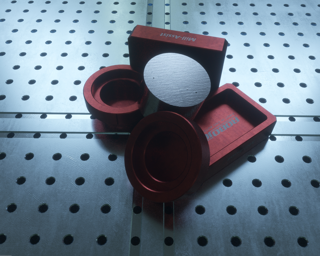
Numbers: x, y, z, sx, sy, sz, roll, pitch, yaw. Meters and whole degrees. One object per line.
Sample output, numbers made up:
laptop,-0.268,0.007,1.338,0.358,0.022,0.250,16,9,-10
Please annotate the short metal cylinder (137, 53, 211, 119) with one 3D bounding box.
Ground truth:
short metal cylinder,0.016,-0.045,0.381,0.081,0.050,0.080,7,58,-10

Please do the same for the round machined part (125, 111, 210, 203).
round machined part,0.011,0.033,0.347,0.098,0.042,0.097,-6,79,32

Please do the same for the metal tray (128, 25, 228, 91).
metal tray,0.023,-0.091,0.442,0.131,0.089,0.030,12,51,9

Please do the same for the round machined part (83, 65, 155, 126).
round machined part,-0.053,-0.041,0.431,0.099,0.042,0.098,0,50,0

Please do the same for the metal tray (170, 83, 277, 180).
metal tray,0.073,0.000,0.404,0.131,0.030,0.090,-30,56,-23
